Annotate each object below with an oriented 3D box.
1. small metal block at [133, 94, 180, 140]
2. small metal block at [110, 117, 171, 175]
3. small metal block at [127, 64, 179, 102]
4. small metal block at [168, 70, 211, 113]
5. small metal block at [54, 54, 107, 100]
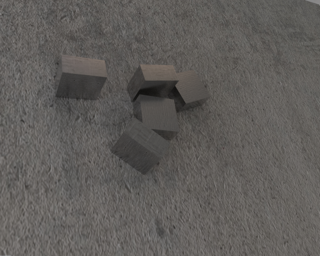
[{"bbox_3d":[-0.006,-0.013,0.409,0.050,0.025,0.050,6,59,-25],"label":"small metal block"},{"bbox_3d":[-0.024,0.023,0.361,0.050,0.050,0.025,36,51,-5],"label":"small metal block"},{"bbox_3d":[-0.011,-0.060,0.418,0.050,0.050,0.025,-5,65,-31],"label":"small metal block"},{"bbox_3d":[0.038,-0.055,0.458,0.050,0.025,0.050,-18,72,-35],"label":"small metal block"},{"bbox_3d":[-0.096,-0.059,0.372,0.050,0.050,0.025,2,61,-27],"label":"small metal block"}]
